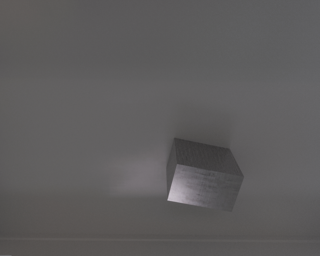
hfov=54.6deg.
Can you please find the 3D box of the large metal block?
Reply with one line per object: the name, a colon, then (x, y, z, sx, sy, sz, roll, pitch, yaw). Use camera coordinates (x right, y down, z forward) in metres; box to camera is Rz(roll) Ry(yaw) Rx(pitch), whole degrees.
large metal block: (0.054, 0.058, 0.404, 0.080, 0.080, 0.050, 11, 110, -4)
